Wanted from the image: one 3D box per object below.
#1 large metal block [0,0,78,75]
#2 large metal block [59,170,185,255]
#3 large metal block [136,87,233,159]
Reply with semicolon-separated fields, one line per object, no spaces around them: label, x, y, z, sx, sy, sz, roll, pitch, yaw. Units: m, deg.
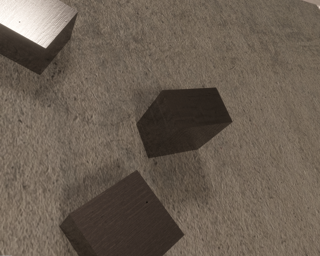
large metal block;-0.160;-0.125;0.378;0.080;0.050;0.080;29;52;-10
large metal block;-0.038;0.102;0.306;0.081;0.050;0.080;-30;79;-38
large metal block;0.028;-0.006;0.389;0.081;0.080;0.050;-7;66;-32
